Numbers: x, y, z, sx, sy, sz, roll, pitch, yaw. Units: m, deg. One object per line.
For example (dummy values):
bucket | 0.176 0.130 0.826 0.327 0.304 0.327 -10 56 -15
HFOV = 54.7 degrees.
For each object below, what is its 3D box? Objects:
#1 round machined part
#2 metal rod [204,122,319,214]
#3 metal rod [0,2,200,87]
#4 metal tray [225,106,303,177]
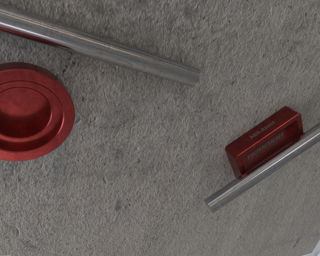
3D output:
round machined part | -0.139 -0.019 0.308 0.099 0.042 0.097 -14 124 -21
metal rod | 0.203 0.045 0.506 0.301 0.025 0.025 -32 129 -8
metal rod | -0.083 -0.087 0.307 0.302 0.025 0.025 10 113 -33
metal tray | 0.180 0.034 0.522 0.130 0.030 0.090 -33 129 -7
